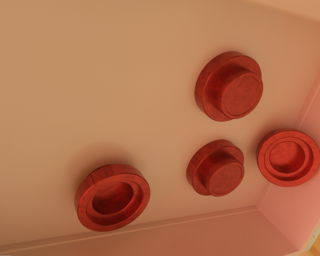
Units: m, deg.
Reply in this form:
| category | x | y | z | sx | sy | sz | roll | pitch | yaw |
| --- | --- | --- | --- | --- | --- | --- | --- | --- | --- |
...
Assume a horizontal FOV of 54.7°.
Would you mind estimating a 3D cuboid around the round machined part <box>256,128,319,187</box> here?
| category | x | y | z | sx | sy | sz | roll | pitch | yaw |
| --- | --- | --- | --- | --- | --- | --- | --- | --- | --- |
| round machined part | 0.213 | 0.047 | 0.526 | 0.099 | 0.042 | 0.097 | 2 | 102 | 8 |

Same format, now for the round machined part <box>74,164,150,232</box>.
| category | x | y | z | sx | sy | sz | roll | pitch | yaw |
| --- | --- | --- | --- | --- | --- | --- | --- | --- | --- |
| round machined part | -0.066 | 0.088 | 0.418 | 0.099 | 0.042 | 0.097 | -14 | 125 | -21 |

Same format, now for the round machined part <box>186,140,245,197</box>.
| category | x | y | z | sx | sy | sz | roll | pitch | yaw |
| --- | --- | --- | --- | --- | --- | --- | --- | --- | --- |
| round machined part | 0.095 | 0.071 | 0.496 | 0.099 | 0.042 | 0.097 | -14 | 125 | -21 |

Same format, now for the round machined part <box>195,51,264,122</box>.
| category | x | y | z | sx | sy | sz | roll | pitch | yaw |
| --- | --- | --- | --- | --- | --- | --- | --- | --- | --- |
| round machined part | 0.101 | -0.051 | 0.423 | 0.099 | 0.042 | 0.097 | -14 | 125 | -21 |
